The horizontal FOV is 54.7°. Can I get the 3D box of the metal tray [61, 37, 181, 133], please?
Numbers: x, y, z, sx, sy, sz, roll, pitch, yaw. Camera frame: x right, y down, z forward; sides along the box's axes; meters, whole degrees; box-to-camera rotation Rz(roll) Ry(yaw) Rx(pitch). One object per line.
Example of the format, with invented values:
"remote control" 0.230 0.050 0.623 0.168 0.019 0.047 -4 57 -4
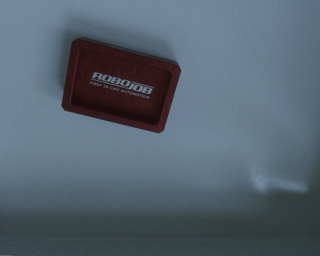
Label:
"metal tray" -0.048 -0.053 0.388 0.131 0.030 0.089 14 109 -6
